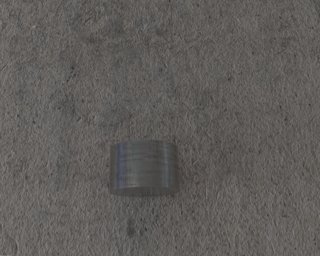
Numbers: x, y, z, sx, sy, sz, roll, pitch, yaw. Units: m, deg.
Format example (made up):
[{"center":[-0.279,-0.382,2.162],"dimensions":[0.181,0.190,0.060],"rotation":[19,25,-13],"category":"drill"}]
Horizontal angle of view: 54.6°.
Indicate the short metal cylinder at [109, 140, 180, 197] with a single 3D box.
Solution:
[{"center":[-0.018,0.050,0.361],"dimensions":[0.080,0.080,0.050],"rotation":[-2,70,-1],"category":"short metal cylinder"}]
